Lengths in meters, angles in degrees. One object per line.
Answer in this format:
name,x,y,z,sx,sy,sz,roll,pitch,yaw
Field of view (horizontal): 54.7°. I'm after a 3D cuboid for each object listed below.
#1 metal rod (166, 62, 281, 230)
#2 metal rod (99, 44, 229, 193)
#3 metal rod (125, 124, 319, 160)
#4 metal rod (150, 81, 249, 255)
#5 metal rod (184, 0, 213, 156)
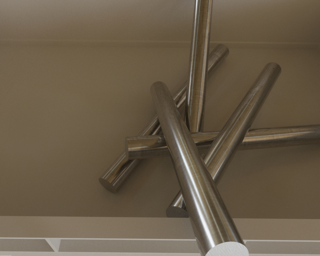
metal rod,0.090,-0.007,0.346,0.025,0.025,0.302,24,42,19
metal rod,0.022,-0.032,0.431,0.025,0.025,0.301,26,55,20
metal rod,0.111,0.013,0.367,0.302,0.025,0.025,-3,50,-15
metal rod,0.017,0.008,0.302,0.025,0.025,0.300,-6,25,-5
metal rod,0.051,-0.093,0.405,0.025,0.025,0.299,5,75,4
